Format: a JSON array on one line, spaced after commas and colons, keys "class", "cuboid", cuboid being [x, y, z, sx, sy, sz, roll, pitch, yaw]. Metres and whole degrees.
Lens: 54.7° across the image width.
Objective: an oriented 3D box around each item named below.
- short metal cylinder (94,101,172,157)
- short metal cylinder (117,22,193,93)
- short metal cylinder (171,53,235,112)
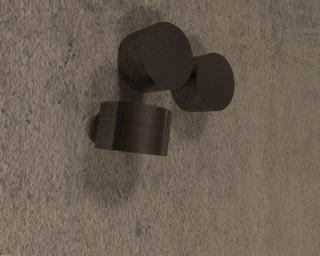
[{"class": "short metal cylinder", "cuboid": [-0.029, 0.003, 0.346, 0.081, 0.080, 0.050, 11, 83, -40]}, {"class": "short metal cylinder", "cuboid": [-0.005, -0.085, 0.386, 0.081, 0.050, 0.079, 0, 90, -40]}, {"class": "short metal cylinder", "cuboid": [0.061, -0.063, 0.442, 0.081, 0.050, 0.079, 0, 90, -40]}]
